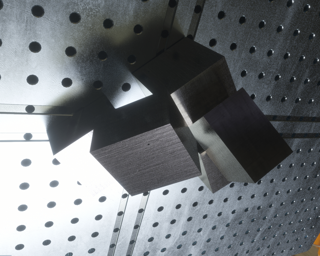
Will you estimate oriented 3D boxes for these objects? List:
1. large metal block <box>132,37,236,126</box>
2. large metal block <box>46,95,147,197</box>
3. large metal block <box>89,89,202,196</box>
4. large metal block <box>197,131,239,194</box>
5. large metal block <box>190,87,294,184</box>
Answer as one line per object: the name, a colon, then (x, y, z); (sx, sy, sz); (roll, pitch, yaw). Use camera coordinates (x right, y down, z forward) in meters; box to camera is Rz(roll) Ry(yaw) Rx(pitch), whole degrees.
large metal block: (0.026, -0.052, 0.357); (0.080, 0.080, 0.050); (-36, 129, -5)
large metal block: (-0.072, 0.021, 0.369); (0.080, 0.050, 0.080); (-34, 129, -6)
large metal block: (-0.012, 0.018, 0.316); (0.080, 0.050, 0.080); (-20, 131, 15)
large metal block: (0.064, 0.029, 0.428); (0.050, 0.080, 0.080); (-30, 129, -10)
large metal block: (0.081, 0.012, 0.337); (0.050, 0.080, 0.080); (-37, 87, -10)
